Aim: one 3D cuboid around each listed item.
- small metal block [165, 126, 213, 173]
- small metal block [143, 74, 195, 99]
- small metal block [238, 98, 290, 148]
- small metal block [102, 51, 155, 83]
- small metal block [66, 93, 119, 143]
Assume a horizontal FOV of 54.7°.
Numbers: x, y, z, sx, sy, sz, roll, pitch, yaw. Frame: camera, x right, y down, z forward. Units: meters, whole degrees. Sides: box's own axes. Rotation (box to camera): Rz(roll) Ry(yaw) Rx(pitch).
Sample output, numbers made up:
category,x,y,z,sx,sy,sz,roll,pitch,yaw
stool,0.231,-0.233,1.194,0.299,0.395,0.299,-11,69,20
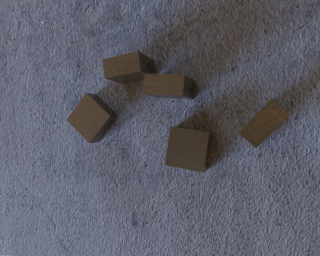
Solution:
category,x,y,z,sx,sy,sz,roll,pitch,yaw
small metal block,0.037,0.026,0.396,0.050,0.025,0.050,9,93,19
small metal block,0.013,-0.052,0.391,0.050,0.050,0.025,5,92,20
small metal block,0.119,-0.005,0.353,0.025,0.050,0.050,45,104,14
small metal block,-0.040,-0.078,0.410,0.050,0.050,0.025,-8,88,20
small metal block,-0.096,-0.014,0.443,0.050,0.025,0.050,43,103,15
